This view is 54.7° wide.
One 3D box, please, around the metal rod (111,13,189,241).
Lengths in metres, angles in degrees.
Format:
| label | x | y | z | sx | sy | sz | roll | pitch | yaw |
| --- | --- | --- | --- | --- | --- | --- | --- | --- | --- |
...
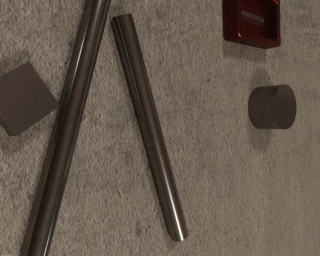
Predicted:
| label | x | y | z | sx | sy | sz | roll | pitch | yaw |
| --- | --- | --- | --- | --- | --- | --- | --- | --- | --- |
| metal rod | -0.009 | 0.009 | 0.398 | 0.025 | 0.025 | 0.298 | -24 | 105 | -38 |

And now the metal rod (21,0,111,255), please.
| label | x | y | z | sx | sy | sz | roll | pitch | yaw |
| --- | --- | --- | --- | --- | --- | --- | --- | --- | --- |
| metal rod | -0.095 | -0.011 | 0.326 | 0.025 | 0.025 | 0.299 | 19 | 78 | -39 |

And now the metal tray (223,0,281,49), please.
| label | x | y | z | sx | sy | sz | roll | pitch | yaw |
| --- | --- | --- | --- | --- | --- | --- | --- | --- | --- |
| metal tray | 0.163 | -0.192 | 0.540 | 0.131 | 0.030 | 0.089 | -3 | 92 | -40 |

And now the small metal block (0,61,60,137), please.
| label | x | y | z | sx | sy | sz | roll | pitch | yaw |
| --- | --- | --- | --- | --- | --- | --- | --- | --- | --- |
| small metal block | -0.134 | -0.027 | 0.294 | 0.050 | 0.025 | 0.050 | -44 | 117 | -31 |

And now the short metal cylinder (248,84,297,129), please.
| label | x | y | z | sx | sy | sz | roll | pitch | yaw |
| --- | --- | --- | --- | --- | --- | --- | --- | --- | --- |
| short metal cylinder | 0.205 | -0.037 | 0.564 | 0.081 | 0.050 | 0.079 | 0 | 90 | -40 |
